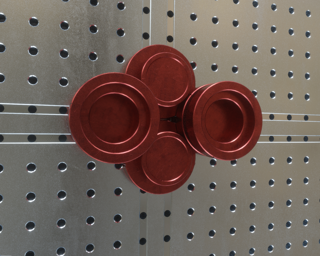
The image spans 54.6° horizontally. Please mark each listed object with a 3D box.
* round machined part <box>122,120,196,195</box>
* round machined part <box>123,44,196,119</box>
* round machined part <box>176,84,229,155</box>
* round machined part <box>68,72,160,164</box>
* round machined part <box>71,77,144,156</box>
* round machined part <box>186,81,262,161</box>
[{"bbox_3d":[0.003,0.038,0.404,0.099,0.042,0.097,0,90,-20],"label":"round machined part"},{"bbox_3d":[0.003,-0.060,0.404,0.099,0.042,0.097,0,90,-20],"label":"round machined part"},{"bbox_3d":[0.067,-0.010,0.427,0.099,0.042,0.097,0,90,-20],"label":"round machined part"},{"bbox_3d":[-0.053,-0.011,0.349,0.099,0.042,0.097,0,90,-20],"label":"round machined part"},{"bbox_3d":[-0.061,-0.011,0.380,0.099,0.042,0.097,0,90,-20],"label":"round machined part"},{"bbox_3d":[0.078,-0.009,0.397,0.099,0.042,0.097,0,90,-20],"label":"round machined part"}]
